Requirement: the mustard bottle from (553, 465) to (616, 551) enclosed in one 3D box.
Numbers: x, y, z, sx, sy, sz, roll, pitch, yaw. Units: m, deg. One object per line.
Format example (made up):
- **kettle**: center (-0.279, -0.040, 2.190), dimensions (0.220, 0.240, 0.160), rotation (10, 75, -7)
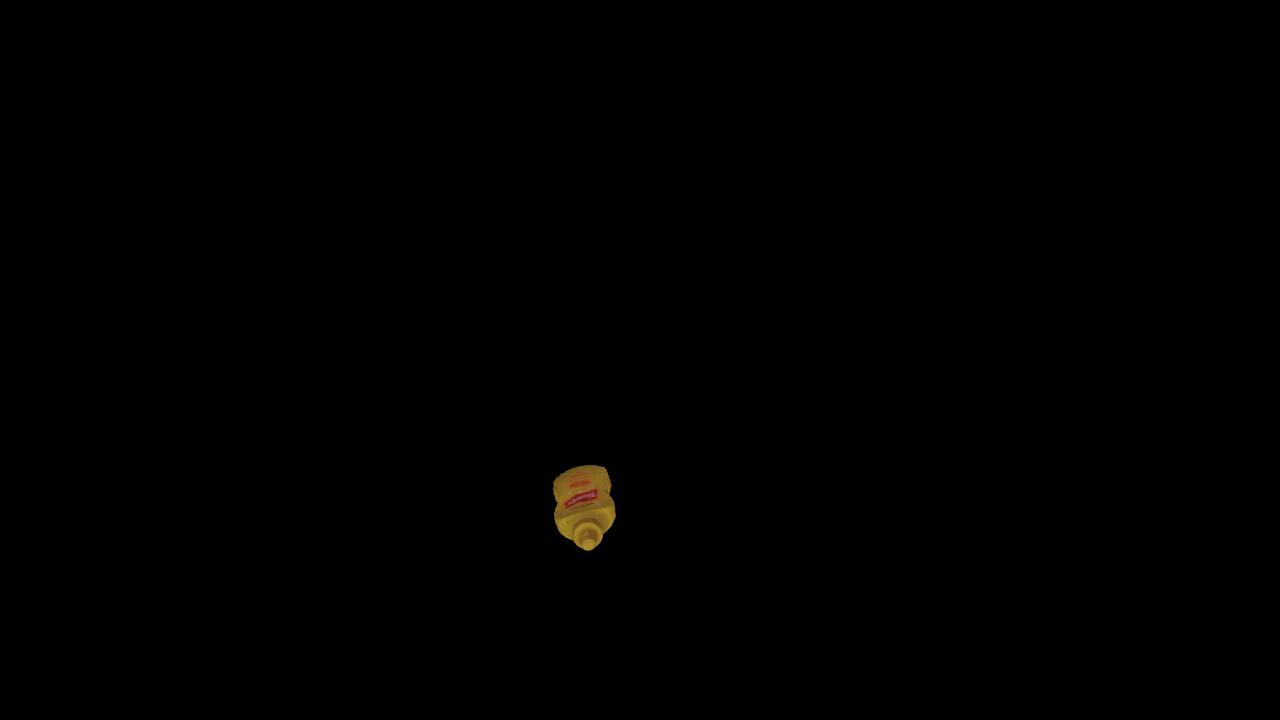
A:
- **mustard bottle**: center (-0.081, 0.221, 0.907), dimensions (0.092, 0.054, 0.184), rotation (-8, 18, -6)
